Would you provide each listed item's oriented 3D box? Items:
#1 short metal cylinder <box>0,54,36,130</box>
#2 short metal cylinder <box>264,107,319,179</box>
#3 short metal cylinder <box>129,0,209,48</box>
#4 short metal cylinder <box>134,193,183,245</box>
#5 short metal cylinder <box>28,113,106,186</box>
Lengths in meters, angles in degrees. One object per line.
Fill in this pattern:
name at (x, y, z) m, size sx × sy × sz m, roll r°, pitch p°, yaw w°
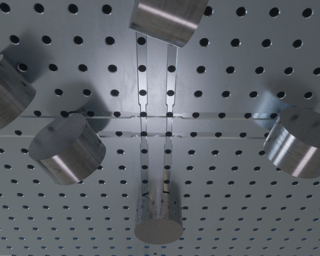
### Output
short metal cylinder at (-0.187, -0.036, 0.343) m, size 0.080 × 0.080 × 0.050 m, roll -22°, pitch 127°, yaw 17°
short metal cylinder at (0.180, 0.017, 0.392) m, size 0.081 × 0.080 × 0.050 m, roll 8°, pitch 130°, yaw -7°
short metal cylinder at (0.009, -0.118, 0.275) m, size 0.050 × 0.080 × 0.079 m, roll 17°, pitch 128°, yaw -14°
short metal cylinder at (-0.002, 0.155, 0.527) m, size 0.081 × 0.050 × 0.079 m, roll 0°, pitch 130°, yaw 0°
short metal cylinder at (-0.117, 0.026, 0.397) m, size 0.080 × 0.080 × 0.050 m, roll -17°, pitch 128°, yaw 14°
